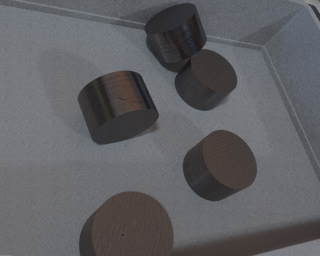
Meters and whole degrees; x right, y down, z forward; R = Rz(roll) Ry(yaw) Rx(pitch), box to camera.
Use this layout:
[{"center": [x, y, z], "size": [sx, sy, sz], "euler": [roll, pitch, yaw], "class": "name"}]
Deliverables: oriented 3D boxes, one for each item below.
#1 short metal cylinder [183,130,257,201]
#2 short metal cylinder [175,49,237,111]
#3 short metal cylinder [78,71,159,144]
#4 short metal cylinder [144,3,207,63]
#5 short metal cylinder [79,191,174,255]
[{"center": [0.077, 0.049, 0.403], "size": [0.081, 0.050, 0.080], "euler": [14, 56, -21], "class": "short metal cylinder"}, {"center": [0.070, -0.073, 0.474], "size": [0.081, 0.050, 0.080], "euler": [14, 56, -21], "class": "short metal cylinder"}, {"center": [-0.048, -0.022, 0.359], "size": [0.081, 0.080, 0.050], "euler": [-12, 68, -33], "class": "short metal cylinder"}, {"center": [0.024, -0.142, 0.463], "size": [0.050, 0.080, 0.080], "euler": [61, 39, -38], "class": "short metal cylinder"}, {"center": [-0.034, 0.109, 0.306], "size": [0.081, 0.050, 0.080], "euler": [14, 56, -21], "class": "short metal cylinder"}]
